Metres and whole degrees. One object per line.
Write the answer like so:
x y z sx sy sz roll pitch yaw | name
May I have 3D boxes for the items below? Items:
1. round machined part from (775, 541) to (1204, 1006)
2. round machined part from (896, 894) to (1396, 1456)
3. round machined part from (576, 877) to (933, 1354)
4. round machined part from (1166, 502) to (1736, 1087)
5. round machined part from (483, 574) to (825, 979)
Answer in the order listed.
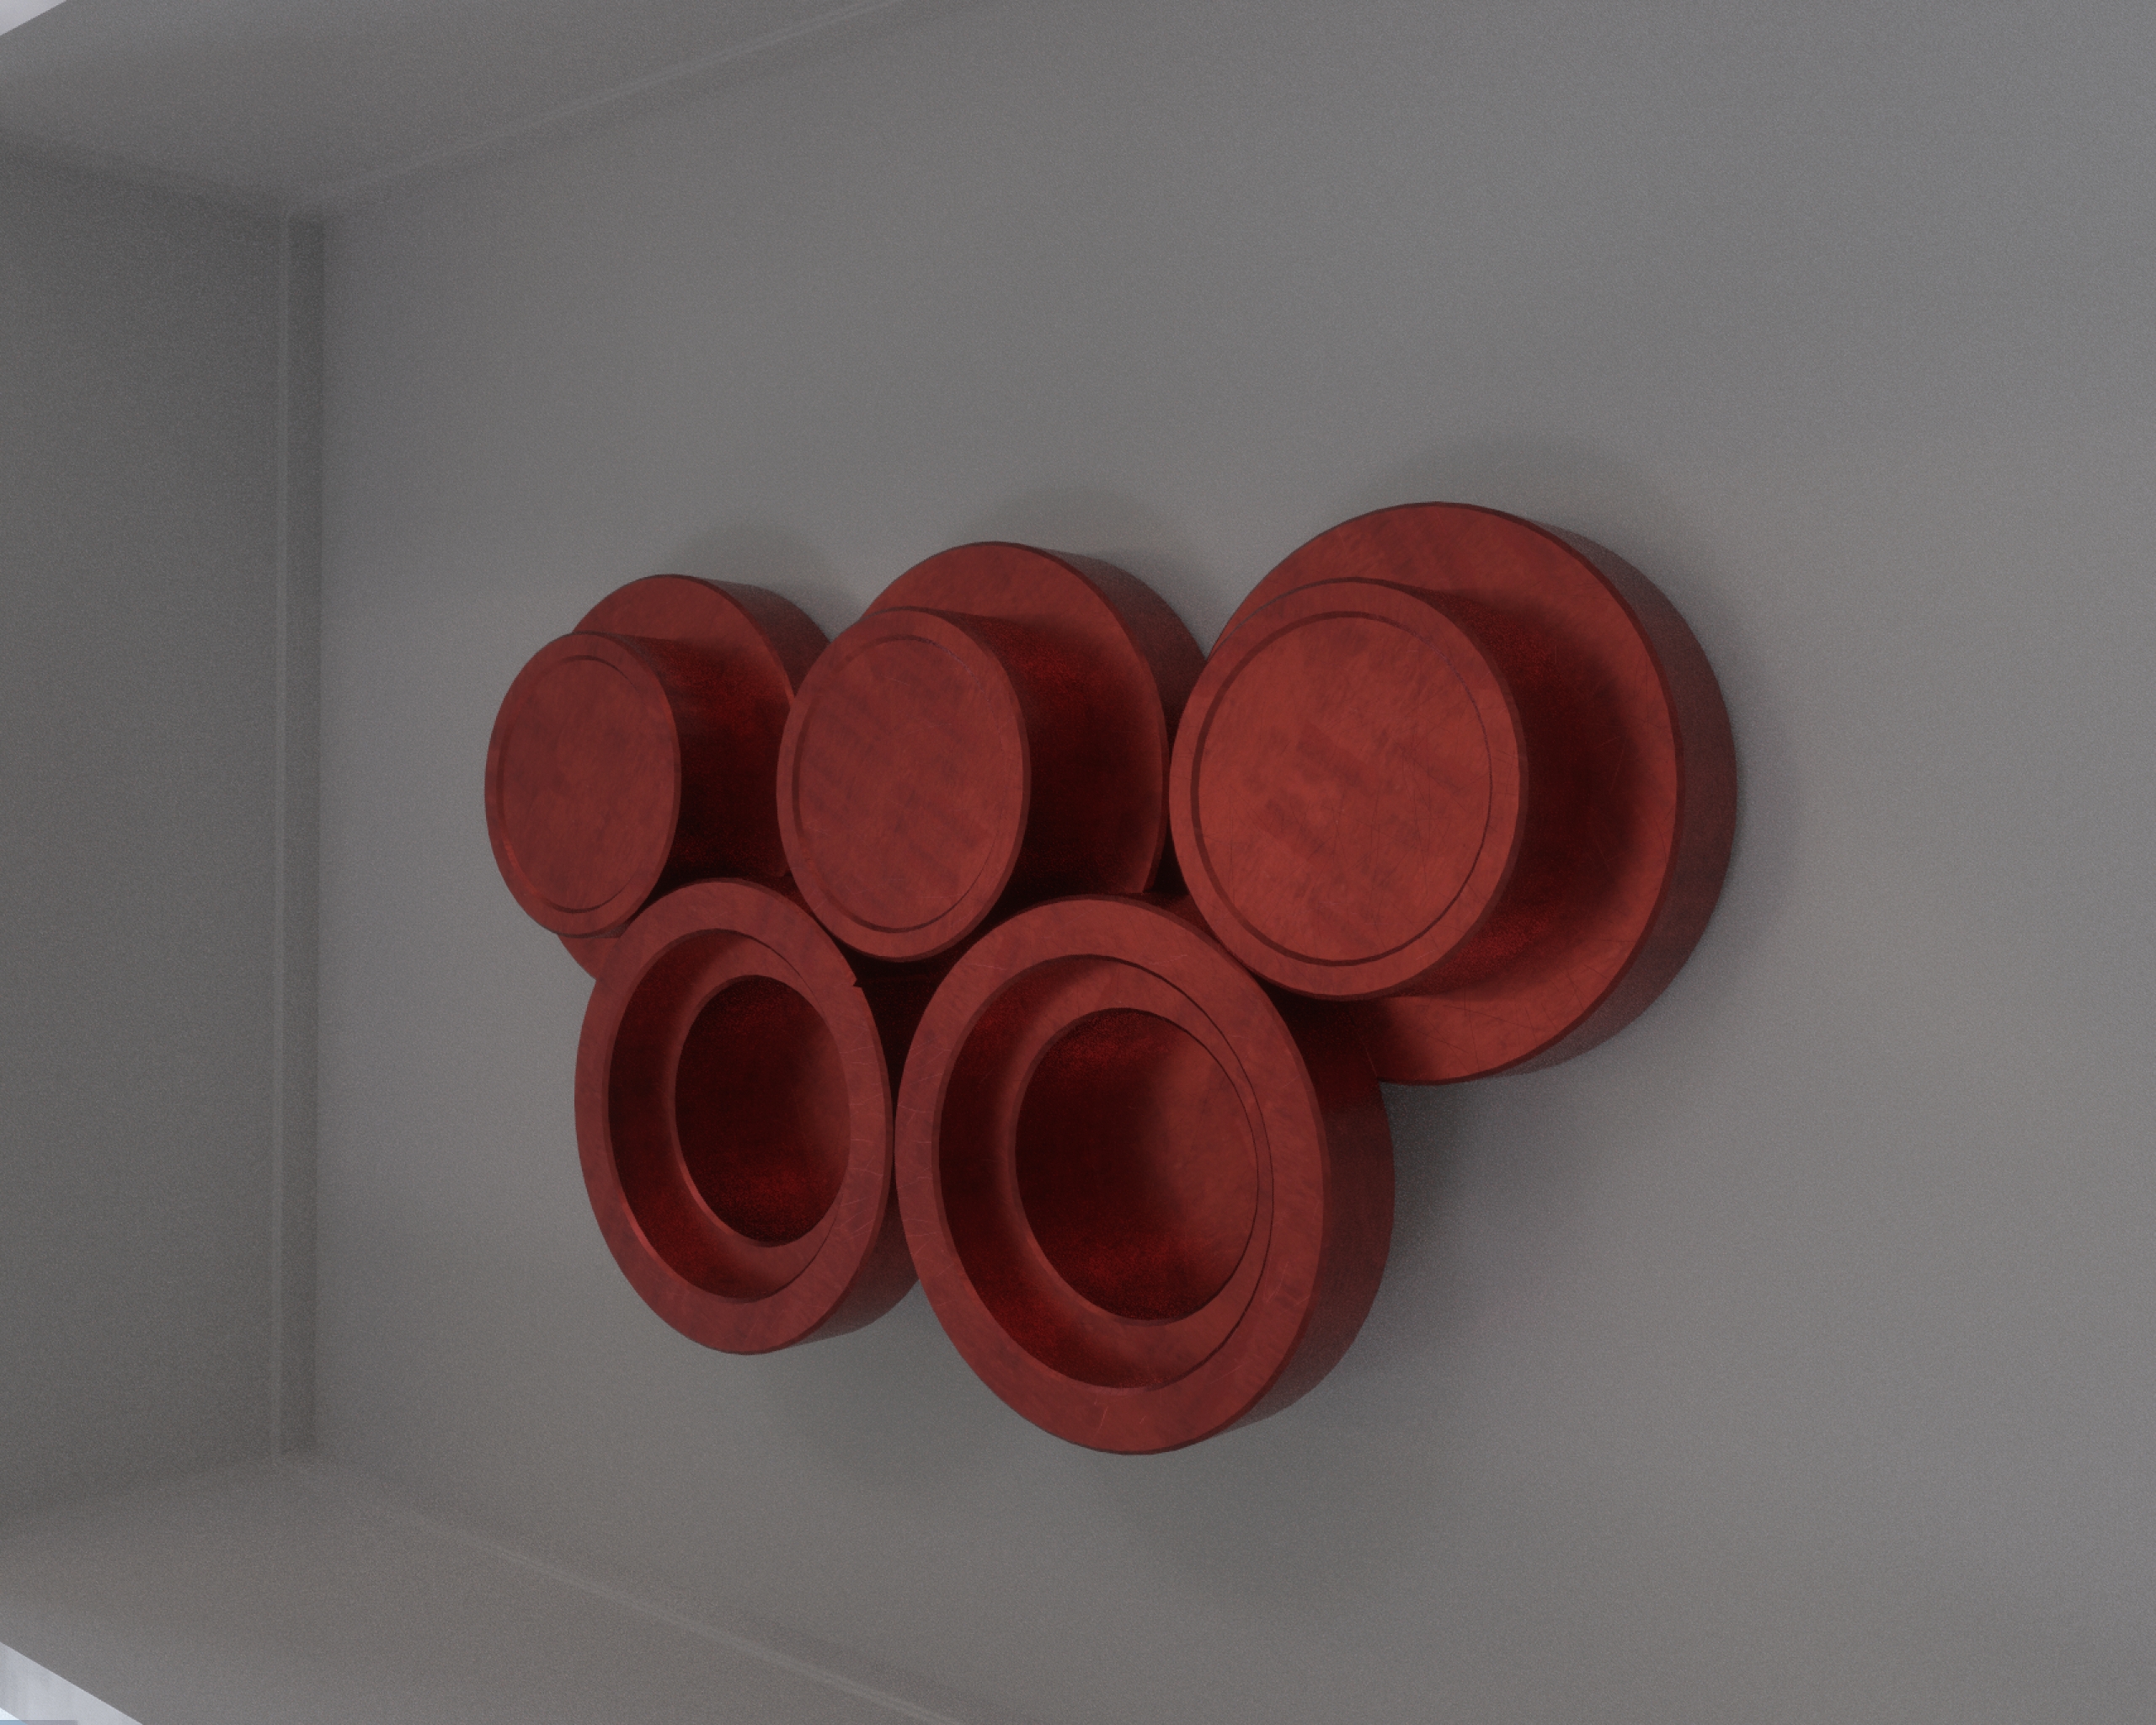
-0.021 -0.015 0.411 0.098 0.042 0.097 -1 89 40 | round machined part
0.016 0.054 0.380 0.098 0.042 0.097 0 90 40 | round machined part
-0.060 0.052 0.443 0.098 0.042 0.097 0 90 40 | round machined part
0.054 -0.011 0.348 0.098 0.042 0.097 -1 89 40 | round machined part
-0.097 -0.017 0.472 0.098 0.042 0.097 -1 88 39 | round machined part
